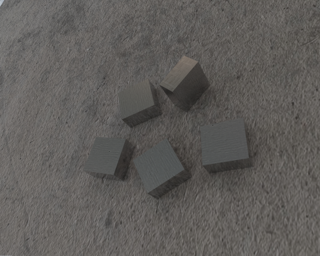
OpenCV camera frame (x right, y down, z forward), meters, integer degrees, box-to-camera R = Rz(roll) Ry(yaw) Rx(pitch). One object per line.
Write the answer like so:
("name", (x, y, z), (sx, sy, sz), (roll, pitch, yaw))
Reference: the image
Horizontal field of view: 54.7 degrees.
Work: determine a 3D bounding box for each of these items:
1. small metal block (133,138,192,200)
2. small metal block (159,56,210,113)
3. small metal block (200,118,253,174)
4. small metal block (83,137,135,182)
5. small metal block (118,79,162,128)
("small metal block", (0.002, 0.049, 0.373), (0.050, 0.025, 0.050), (-34, 51, 6))
("small metal block", (0.034, -0.057, 0.405), (0.025, 0.050, 0.050), (34, 81, 38))
("small metal block", (0.075, 0.021, 0.352), (0.050, 0.025, 0.050), (-12, 56, 21))
("small metal block", (-0.067, 0.041, 0.414), (0.050, 0.025, 0.050), (3, 63, 29))
("small metal block", (-0.029, -0.035, 0.441), (0.050, 0.025, 0.050), (-23, 53, 14))
